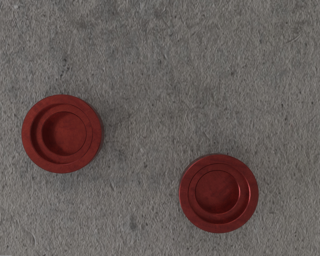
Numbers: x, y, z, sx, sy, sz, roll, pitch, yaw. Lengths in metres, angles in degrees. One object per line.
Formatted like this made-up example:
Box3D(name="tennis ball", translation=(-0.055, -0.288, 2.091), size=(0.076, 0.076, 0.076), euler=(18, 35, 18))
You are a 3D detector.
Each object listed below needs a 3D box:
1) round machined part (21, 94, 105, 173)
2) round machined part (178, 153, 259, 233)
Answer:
Box3D(name="round machined part", translation=(-0.121, 0.007, 0.400), size=(0.099, 0.042, 0.097), euler=(0, 90, 0))
Box3D(name="round machined part", translation=(0.073, 0.081, 0.402), size=(0.099, 0.042, 0.097), euler=(0, 90, 0))
